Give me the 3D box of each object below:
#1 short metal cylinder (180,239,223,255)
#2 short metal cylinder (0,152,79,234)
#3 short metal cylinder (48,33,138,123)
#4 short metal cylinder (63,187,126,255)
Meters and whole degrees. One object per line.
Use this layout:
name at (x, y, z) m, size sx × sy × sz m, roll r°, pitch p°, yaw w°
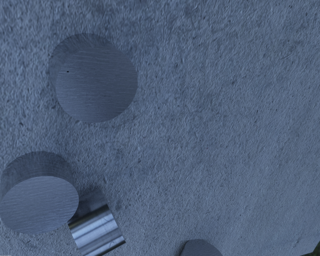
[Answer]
short metal cylinder at (0.073, 0.253, 0.568) m, size 0.081 × 0.080 × 0.050 m, roll 9°, pitch 114°, yaw -32°
short metal cylinder at (-0.139, 0.074, 0.358) m, size 0.081 × 0.050 × 0.079 m, roll -12°, pitch 121°, yaw -20°
short metal cylinder at (-0.070, -0.052, 0.320) m, size 0.081 × 0.050 × 0.079 m, roll -14°, pitch 124°, yaw -21°
short metal cylinder at (-0.084, 0.125, 0.402) m, size 0.050 × 0.080 × 0.080 m, roll -25°, pitch 128°, yaw -13°
